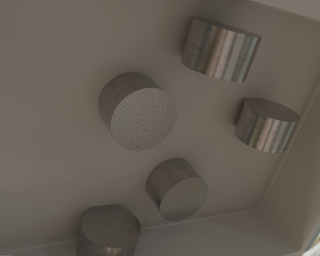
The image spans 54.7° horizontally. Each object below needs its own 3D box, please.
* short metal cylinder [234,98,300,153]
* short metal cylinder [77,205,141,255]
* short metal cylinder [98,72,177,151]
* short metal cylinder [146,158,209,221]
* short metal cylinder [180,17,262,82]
[{"bbox_3d":[0.156,-0.006,0.458,0.081,0.080,0.050,-2,120,-28],"label":"short metal cylinder"},{"bbox_3d":[-0.072,0.153,0.430,0.081,0.080,0.050,1,118,-29],"label":"short metal cylinder"},{"bbox_3d":[-0.027,-0.020,0.367,0.081,0.050,0.079,-14,125,-21],"label":"short metal cylinder"},{"bbox_3d":[0.025,0.092,0.465,0.081,0.050,0.079,-14,125,-21],"label":"short metal cylinder"},{"bbox_3d":[0.069,-0.091,0.356,0.081,0.080,0.050,1,118,-29],"label":"short metal cylinder"}]
